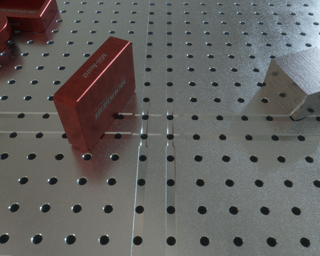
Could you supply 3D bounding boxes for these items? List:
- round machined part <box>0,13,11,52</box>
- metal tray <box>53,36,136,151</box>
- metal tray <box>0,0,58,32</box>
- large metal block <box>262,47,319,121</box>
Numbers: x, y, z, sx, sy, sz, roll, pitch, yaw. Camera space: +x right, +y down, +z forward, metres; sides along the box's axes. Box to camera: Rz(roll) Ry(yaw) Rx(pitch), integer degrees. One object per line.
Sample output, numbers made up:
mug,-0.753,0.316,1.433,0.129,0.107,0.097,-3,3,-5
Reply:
round machined part,-0.303,-0.156,0.525,0.099,0.042,0.098,0,50,0
metal tray,-0.077,-0.046,0.403,0.030,0.089,0.130,19,53,15
metal tray,-0.274,-0.223,0.589,0.131,0.030,0.090,4,50,3
large metal block,0.212,-0.066,0.448,0.081,0.050,0.080,-17,52,-14
